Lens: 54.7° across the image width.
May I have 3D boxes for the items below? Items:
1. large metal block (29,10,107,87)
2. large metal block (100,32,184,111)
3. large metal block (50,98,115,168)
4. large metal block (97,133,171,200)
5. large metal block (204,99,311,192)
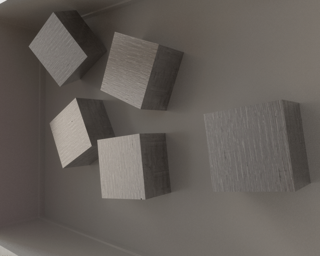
[{"bbox_3d":[-0.145,-0.125,0.489,0.080,0.050,0.080,-35,93,34],"label":"large metal block"},{"bbox_3d":[-0.025,-0.074,0.409,0.080,0.050,0.079,27,107,36],"label":"large metal block"},{"bbox_3d":[-0.122,0.009,0.488,0.080,0.050,0.080,-35,69,34],"label":"large metal block"},{"bbox_3d":[-0.036,0.051,0.418,0.080,0.050,0.080,-9,84,39],"label":"large metal block"},{"bbox_3d":[0.096,0.020,0.310,0.080,0.050,0.080,-10,84,39],"label":"large metal block"}]
